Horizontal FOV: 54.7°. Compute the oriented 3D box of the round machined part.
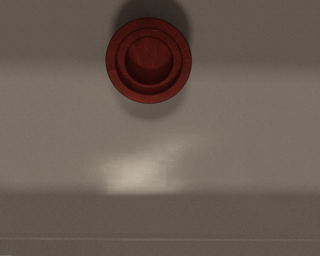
[{"bbox_3d":[-0.013,-0.082,0.372,0.099,0.042,0.097,0,110,-1],"label":"round machined part"}]
